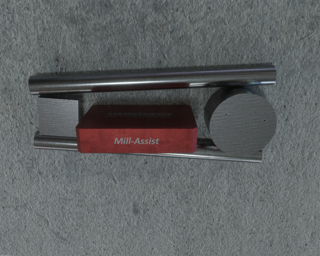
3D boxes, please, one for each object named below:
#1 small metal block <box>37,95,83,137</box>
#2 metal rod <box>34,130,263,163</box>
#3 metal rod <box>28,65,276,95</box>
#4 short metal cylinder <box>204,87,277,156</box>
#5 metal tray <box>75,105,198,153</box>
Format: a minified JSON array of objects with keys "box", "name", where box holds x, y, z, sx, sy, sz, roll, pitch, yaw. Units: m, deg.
[{"box":[-0.129,-0.017,0.404,0.050,0.025,0.050,4,110,-2],"name":"small metal block"},{"box":[-0.014,0.026,0.420,0.302,0.025,0.025,4,110,-2],"name":"metal rod"},{"box":[-0.009,-0.060,0.389,0.302,0.025,0.025,-2,110,0],"name":"metal rod"},{"box":[0.099,-0.011,0.394,0.081,0.050,0.079,0,110,0],"name":"short metal cylinder"},{"box":[-0.025,-0.002,0.374,0.131,0.090,0.030,0,110,0],"name":"metal tray"}]
